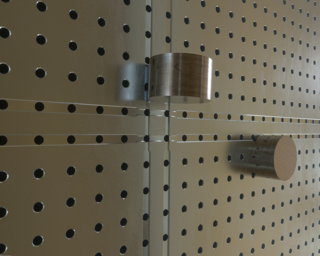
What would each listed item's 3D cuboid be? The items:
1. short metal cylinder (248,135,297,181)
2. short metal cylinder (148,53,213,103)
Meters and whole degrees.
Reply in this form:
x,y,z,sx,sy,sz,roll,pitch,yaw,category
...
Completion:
x,y,z,sx,sy,sz,roll,pitch,yaw,category
0.206,0.053,0.565,0.081,0.050,0.079,0,90,-40,short metal cylinder
0.026,-0.060,0.394,0.081,0.080,0.050,4,88,-40,short metal cylinder
